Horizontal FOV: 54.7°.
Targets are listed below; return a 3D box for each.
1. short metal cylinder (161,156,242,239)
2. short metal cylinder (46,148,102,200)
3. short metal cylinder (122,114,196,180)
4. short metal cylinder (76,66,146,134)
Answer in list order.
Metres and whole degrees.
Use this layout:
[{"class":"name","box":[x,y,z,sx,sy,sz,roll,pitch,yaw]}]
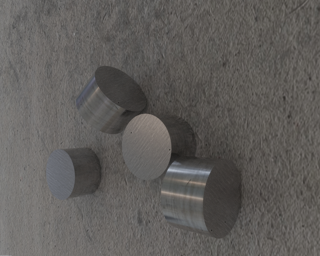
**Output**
[{"class":"short metal cylinder","box":[0.046,0.071,0.331,0.050,0.081,0.080,0,90,40]},{"class":"short metal cylinder","box":[-0.141,0.073,0.506,0.080,0.050,0.080,0,90,40]},{"class":"short metal cylinder","box":[-0.002,0.023,0.390,0.080,0.050,0.080,0,90,40]},{"class":"short metal cylinder","box":[-0.066,-0.038,0.424,0.050,0.081,0.080,-45,63,31]}]
